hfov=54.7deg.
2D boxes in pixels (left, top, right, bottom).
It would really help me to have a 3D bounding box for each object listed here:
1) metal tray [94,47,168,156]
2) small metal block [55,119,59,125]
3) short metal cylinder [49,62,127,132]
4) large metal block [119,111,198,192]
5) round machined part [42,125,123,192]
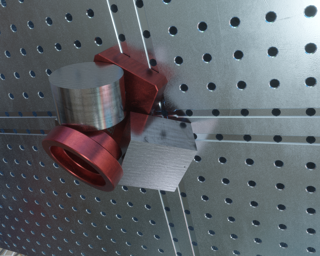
[{"bbox_3d":[-0.054,-0.030,0.417,0.090,0.030,0.129,30,128,8],"label":"metal tray"},{"bbox_3d":[-0.110,0.002,0.412,0.025,0.050,0.050,18,125,18],"label":"small metal block"},{"bbox_3d":[-0.080,-0.038,0.353,0.080,0.080,0.050,13,124,21],"label":"short metal cylinder"},{"bbox_3d":[-0.009,0.032,0.395,0.081,0.050,0.079,11,129,-16],"label":"large metal block"},{"bbox_3d":[-0.084,0.029,0.365,0.098,0.042,0.098,24,150,15],"label":"round machined part"}]
